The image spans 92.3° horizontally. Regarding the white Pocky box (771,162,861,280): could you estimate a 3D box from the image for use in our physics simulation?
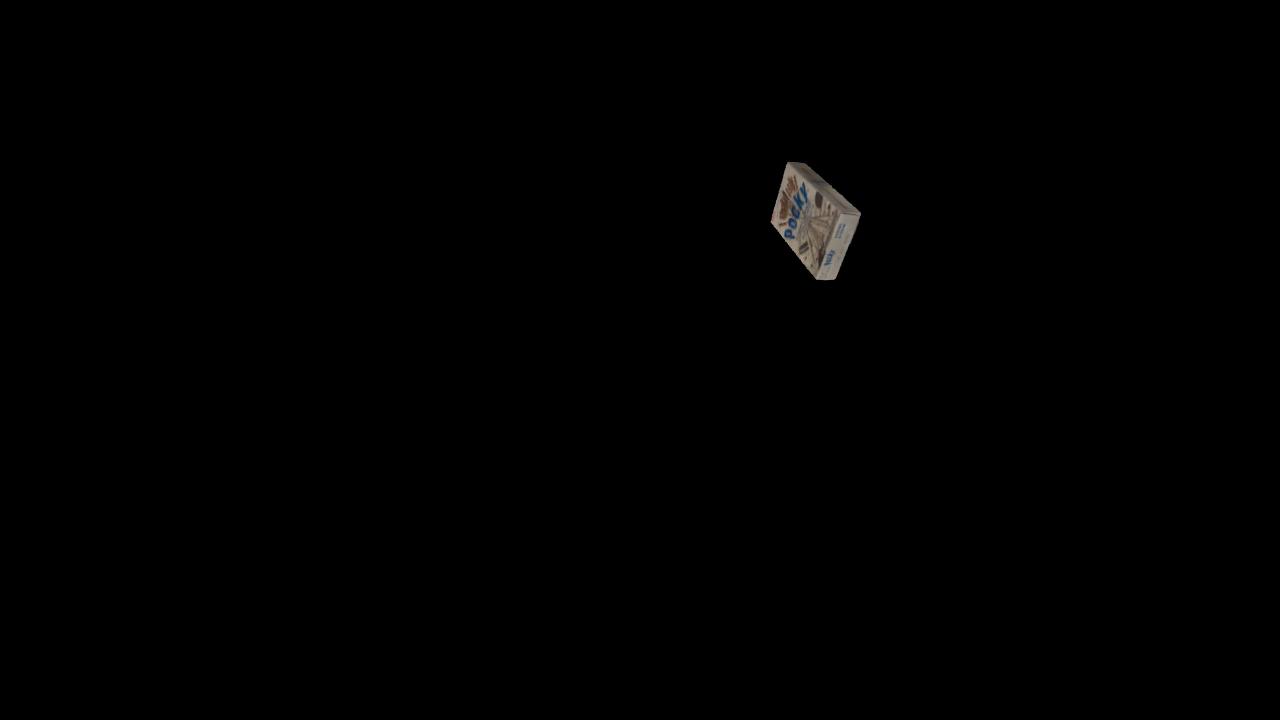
[{"bbox_3d":[0.201,-0.167,0.724,0.028,0.084,0.154,0,37,-13],"label":"white Pocky box"}]
